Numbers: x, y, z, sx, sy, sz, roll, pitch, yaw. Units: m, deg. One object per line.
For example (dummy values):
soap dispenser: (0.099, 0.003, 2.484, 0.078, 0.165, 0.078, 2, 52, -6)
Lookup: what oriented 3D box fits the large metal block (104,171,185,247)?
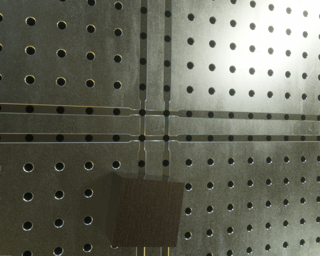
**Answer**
large metal block: (-0.020, 0.102, 0.393, 0.081, 0.050, 0.080, 9, 87, -20)
